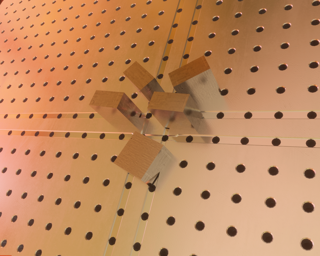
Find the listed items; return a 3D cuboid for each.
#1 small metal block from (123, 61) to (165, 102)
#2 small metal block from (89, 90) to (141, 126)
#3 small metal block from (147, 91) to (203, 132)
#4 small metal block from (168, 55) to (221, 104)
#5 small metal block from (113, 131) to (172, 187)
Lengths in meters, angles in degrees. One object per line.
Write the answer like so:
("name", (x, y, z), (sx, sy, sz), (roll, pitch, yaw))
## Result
("small metal block", (-0.019, -0.060, 0.438), (0.025, 0.050, 0.050), (-42, 51, -1))
("small metal block", (-0.063, -0.028, 0.441), (0.050, 0.050, 0.025), (8, 66, 31))
("small metal block", (0.020, -0.021, 0.393), (0.050, 0.050, 0.025), (8, 66, 31))
("small metal block", (0.046, -0.059, 0.403), (0.050, 0.050, 0.025), (-26, 53, 12))
("small metal block", (-0.022, 0.038, 0.395), (0.050, 0.025, 0.050), (25, 75, 36))
